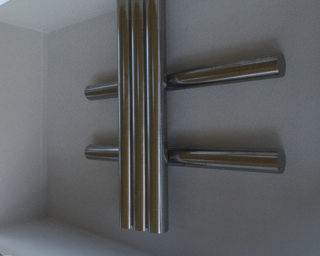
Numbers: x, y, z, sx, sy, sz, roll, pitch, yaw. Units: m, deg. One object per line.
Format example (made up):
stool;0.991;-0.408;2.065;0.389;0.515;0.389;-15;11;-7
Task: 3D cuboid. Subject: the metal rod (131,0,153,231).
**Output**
metal rod;-0.023;-0.024;0.390;0.025;0.025;0.298;-1;89;40

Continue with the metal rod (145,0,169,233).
metal rod;-0.004;-0.026;0.375;0.025;0.025;0.298;-1;89;40

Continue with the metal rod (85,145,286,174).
metal rod;0.005;0.036;0.402;0.300;0.025;0.025;-1;89;40

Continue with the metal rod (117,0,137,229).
metal rod;-0.042;-0.021;0.407;0.025;0.025;0.298;-1;89;40

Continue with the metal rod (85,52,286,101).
metal rod;0.005;-0.059;0.402;0.300;0.025;0.025;-2;89;40
